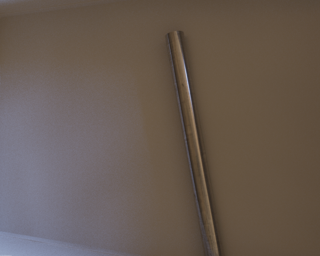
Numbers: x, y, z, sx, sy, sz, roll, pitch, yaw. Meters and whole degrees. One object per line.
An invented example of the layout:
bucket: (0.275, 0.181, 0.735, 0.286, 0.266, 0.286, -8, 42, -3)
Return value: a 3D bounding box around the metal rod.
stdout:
metal rod: (0.045, 0.025, 0.394, 0.025, 0.025, 0.299, -11, 86, 20)
